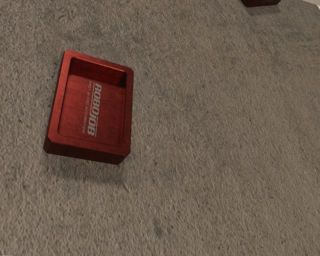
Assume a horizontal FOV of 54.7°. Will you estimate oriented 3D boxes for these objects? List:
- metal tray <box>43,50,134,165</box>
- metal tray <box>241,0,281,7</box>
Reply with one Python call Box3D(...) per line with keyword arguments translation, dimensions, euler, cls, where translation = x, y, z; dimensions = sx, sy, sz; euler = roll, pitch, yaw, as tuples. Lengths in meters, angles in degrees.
Box3D(translation=(-0.081, -0.026, 0.373), dimensions=(0.091, 0.030, 0.130), euler=(13, 56, -22), cls="metal tray")
Box3D(translation=(0.226, -0.331, 0.727), dimensions=(0.131, 0.030, 0.090), euler=(-20, 73, -36), cls="metal tray")
